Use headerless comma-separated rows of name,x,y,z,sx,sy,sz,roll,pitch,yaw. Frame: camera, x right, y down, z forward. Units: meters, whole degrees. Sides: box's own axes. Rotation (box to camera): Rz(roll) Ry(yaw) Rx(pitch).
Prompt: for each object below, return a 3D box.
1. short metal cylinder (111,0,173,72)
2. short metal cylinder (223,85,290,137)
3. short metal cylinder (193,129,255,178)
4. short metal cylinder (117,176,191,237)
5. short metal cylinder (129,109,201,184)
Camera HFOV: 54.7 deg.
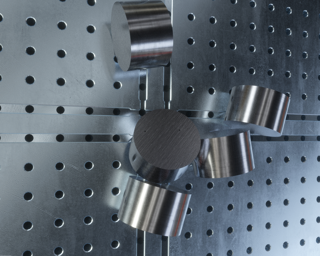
short metal cylinder,-0.024,-0.112,0.375,0.050,0.080,0.079,-12,94,-20
short metal cylinder,0.135,-0.023,0.435,0.081,0.080,0.050,18,84,-20
short metal cylinder,0.082,0.032,0.415,0.081,0.080,0.050,-11,94,-20
short metal cylinder,-0.007,0.094,0.382,0.081,0.080,0.050,18,84,-20
short metal cylinder,0.004,0.023,0.385,0.081,0.050,0.080,6,60,-10
